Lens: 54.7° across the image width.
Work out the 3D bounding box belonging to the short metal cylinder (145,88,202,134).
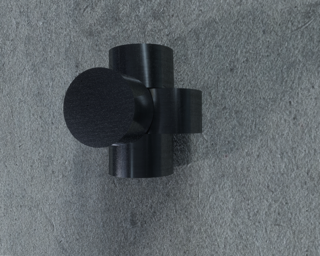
[{"bbox_3d":[0.011,-0.019,0.376,0.080,0.080,0.050,0,90,19],"label":"short metal cylinder"}]

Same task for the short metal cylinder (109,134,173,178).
[{"bbox_3d":[-0.023,0.031,0.388,0.080,0.080,0.050,0,90,19],"label":"short metal cylinder"}]

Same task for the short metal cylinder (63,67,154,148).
[{"bbox_3d":[-0.053,-0.020,0.329,0.080,0.050,0.079,0,90,19],"label":"short metal cylinder"}]

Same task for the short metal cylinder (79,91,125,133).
[{"bbox_3d":[-0.066,-0.018,0.403,0.080,0.080,0.050,-1,90,19],"label":"short metal cylinder"}]

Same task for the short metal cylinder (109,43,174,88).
[{"bbox_3d":[-0.023,-0.070,0.388,0.080,0.080,0.050,-2,90,19],"label":"short metal cylinder"}]
